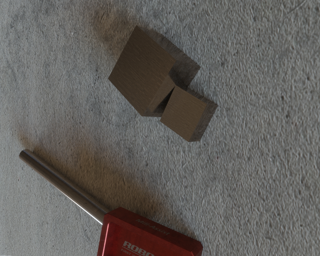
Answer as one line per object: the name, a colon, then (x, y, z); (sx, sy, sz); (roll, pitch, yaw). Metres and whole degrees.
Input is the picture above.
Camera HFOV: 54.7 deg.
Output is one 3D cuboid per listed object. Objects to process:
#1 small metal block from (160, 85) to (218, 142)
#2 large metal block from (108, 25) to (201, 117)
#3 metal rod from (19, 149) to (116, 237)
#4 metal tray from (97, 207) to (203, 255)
small metal block: (0.034, -0.018, 0.375); (0.050, 0.025, 0.050); (37, 113, 33)
large metal block: (-0.009, -0.070, 0.395); (0.080, 0.050, 0.080); (48, 118, 29)
metal rod: (-0.161, 0.102, 0.534); (0.300, 0.025, 0.025); (23, 105, 37)
metal tray: (-0.018, 0.168, 0.397); (0.130, 0.030, 0.089); (16, 100, 26)
